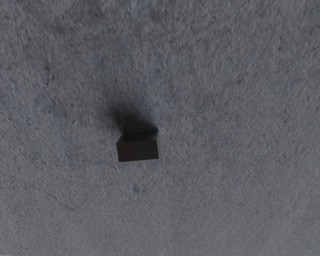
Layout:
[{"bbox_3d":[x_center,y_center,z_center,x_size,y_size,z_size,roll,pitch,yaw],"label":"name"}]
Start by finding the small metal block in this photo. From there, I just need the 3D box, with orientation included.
[{"bbox_3d":[-0.026,0.023,0.406,0.050,0.050,0.025,-5,103,4],"label":"small metal block"}]
